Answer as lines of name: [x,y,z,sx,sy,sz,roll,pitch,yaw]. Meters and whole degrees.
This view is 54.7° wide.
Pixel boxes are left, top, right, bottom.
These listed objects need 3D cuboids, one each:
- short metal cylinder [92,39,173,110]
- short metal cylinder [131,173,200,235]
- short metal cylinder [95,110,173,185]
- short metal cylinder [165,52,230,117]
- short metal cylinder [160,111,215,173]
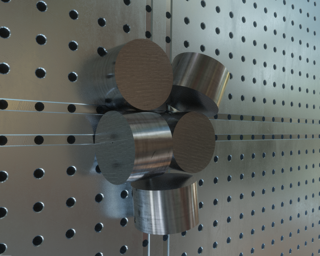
short metal cylinder: [-0.031,-0.060,0.366,0.081,0.050,0.079,0,91,-39]
short metal cylinder: [0.007,0.089,0.378,0.081,0.080,0.050,-8,96,-40]
short metal cylinder: [-0.031,0.020,0.348,0.050,0.080,0.079,-3,92,-41]
short metal cylinder: [0.046,-0.055,0.412,0.080,0.080,0.050,35,68,-35]
short metal cylinder: [0.029,0.018,0.417,0.081,0.050,0.079,-1,91,-40]
